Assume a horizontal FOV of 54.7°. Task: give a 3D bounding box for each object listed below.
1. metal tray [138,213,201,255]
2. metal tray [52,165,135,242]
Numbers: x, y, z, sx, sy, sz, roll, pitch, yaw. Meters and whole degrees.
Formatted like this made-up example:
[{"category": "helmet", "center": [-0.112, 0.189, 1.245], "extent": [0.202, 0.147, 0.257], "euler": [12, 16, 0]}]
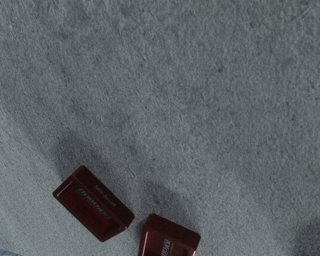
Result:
[{"category": "metal tray", "center": [0.011, 0.214, 0.528], "extent": [0.090, 0.030, 0.129], "euler": [21, 126, 15]}, {"category": "metal tray", "center": [-0.119, 0.136, 0.548], "extent": [0.130, 0.030, 0.090], "euler": [46, 129, -5]}]
